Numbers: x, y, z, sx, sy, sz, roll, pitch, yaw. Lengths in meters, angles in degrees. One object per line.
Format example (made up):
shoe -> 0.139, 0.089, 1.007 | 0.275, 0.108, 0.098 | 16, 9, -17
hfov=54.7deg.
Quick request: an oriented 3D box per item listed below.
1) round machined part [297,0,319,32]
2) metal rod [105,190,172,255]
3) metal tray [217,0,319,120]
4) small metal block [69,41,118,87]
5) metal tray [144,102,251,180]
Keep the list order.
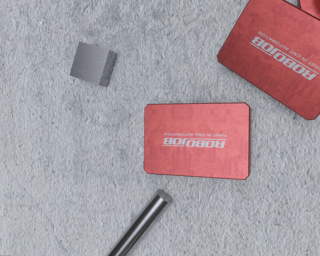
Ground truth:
round machined part -> 0.201, -0.147, 0.329 | 0.098, 0.042, 0.097 | 0, 90, 19
metal rod -> -0.082, 0.206, 0.436 | 0.025, 0.025, 0.299 | 40, 102, 15
metal tray -> 0.141, -0.081, 0.342 | 0.130, 0.030, 0.089 | 38, 121, 15
small metal block -> -0.094, -0.090, 0.441 | 0.050, 0.025, 0.050 | 20, 97, 18
metal tray -> 0.046, 0.015, 0.390 | 0.130, 0.030, 0.089 | 1, 90, 19
